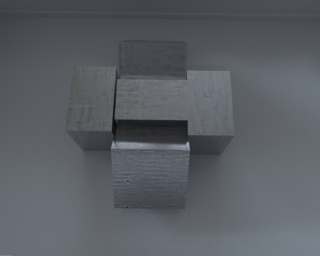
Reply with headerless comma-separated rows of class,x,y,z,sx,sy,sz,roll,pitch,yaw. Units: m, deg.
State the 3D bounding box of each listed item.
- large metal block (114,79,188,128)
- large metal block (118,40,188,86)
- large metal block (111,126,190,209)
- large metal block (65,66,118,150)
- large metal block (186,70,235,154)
large metal block,-0.009,-0.019,0.386,0.080,0.080,0.050,1,70,0
large metal block,-0.008,-0.087,0.404,0.080,0.080,0.050,2,108,0
large metal block,-0.011,0.045,0.355,0.081,0.079,0.050,1,28,-1
large metal block,-0.077,-0.021,0.386,0.050,0.080,0.080,1,70,0
large metal block,0.056,-0.016,0.385,0.050,0.080,0.080,1,70,0
